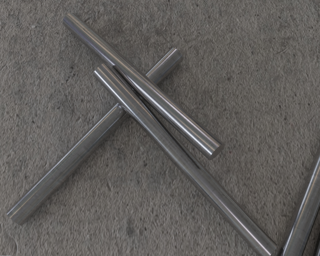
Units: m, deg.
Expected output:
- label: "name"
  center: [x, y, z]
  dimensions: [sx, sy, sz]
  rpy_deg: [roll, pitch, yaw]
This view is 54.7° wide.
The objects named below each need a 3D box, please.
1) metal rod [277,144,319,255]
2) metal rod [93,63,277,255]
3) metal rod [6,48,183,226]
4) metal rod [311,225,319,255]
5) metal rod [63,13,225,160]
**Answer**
- label: "metal rod"
  center: [0.192, 0.072, 0.382]
  dimensions: [0.025, 0.025, 0.300]
  rpy_deg: [27, 72, 9]
- label: "metal rod"
  center: [0.024, 0.033, 0.379]
  dimensions: [0.025, 0.025, 0.300]
  rpy_deg: [-41, 81, -13]
- label: "metal rod"
  center: [-0.074, 0.001, 0.407]
  dimensions: [0.025, 0.025, 0.301]
  rpy_deg: [39, 74, 13]
- label: "metal rod"
  center: [0.199, 0.126, 0.362]
  dimensions: [0.025, 0.025, 0.300]
  rpy_deg: [24, 72, 8]
- label: "metal rod"
  center: [-0.036, -0.068, 0.406]
  dimensions: [0.025, 0.025, 0.300]
  rpy_deg: [-40, 65, -13]
